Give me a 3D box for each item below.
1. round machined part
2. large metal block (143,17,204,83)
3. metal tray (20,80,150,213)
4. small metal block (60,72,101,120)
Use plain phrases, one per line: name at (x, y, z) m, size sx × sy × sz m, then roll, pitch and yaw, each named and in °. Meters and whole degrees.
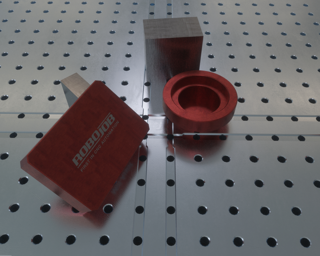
round machined part at (0.053, -0.032, 0.423) m, size 0.099 × 0.042 × 0.098 m, roll 0°, pitch 50°, yaw 0°
large metal block at (0.018, -0.118, 0.471) m, size 0.081 × 0.080 × 0.050 m, roll -4°, pitch 50°, yaw -4°
metal tray at (-0.079, 0.018, 0.356) m, size 0.090 × 0.030 × 0.130 m, roll 43°, pitch 53°, yaw -16°
small metal block at (-0.106, -0.039, 0.424) m, size 0.025 × 0.050 × 0.050 m, roll -35°, pitch 58°, yaw -25°
